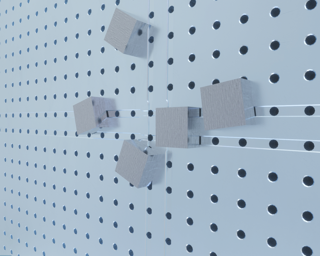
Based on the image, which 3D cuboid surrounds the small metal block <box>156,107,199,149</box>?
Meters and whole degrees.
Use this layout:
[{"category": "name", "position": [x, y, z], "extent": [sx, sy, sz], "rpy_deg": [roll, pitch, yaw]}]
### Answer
[{"category": "small metal block", "position": [0.022, -0.001, 0.392], "extent": [0.050, 0.025, 0.050], "rpy_deg": [0, 90, 40]}]

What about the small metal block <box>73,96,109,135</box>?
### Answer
[{"category": "small metal block", "position": [-0.113, -0.019, 0.505], "extent": [0.050, 0.025, 0.050], "rpy_deg": [-18, 78, 38]}]

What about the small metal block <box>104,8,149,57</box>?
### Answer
[{"category": "small metal block", "position": [-0.050, -0.139, 0.452], "extent": [0.050, 0.025, 0.050], "rpy_deg": [40, 114, 32]}]

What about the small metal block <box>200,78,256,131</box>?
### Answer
[{"category": "small metal block", "position": [0.076, -0.025, 0.348], "extent": [0.050, 0.025, 0.050], "rpy_deg": [-9, 84, 39]}]

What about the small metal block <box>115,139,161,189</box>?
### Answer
[{"category": "small metal block", "position": [-0.032, 0.049, 0.437], "extent": [0.050, 0.025, 0.050], "rpy_deg": [29, 108, 36]}]
